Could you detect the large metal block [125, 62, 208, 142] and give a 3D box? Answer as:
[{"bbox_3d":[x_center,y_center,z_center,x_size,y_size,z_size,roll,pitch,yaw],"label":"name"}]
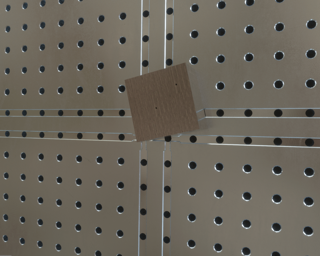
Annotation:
[{"bbox_3d":[0.009,-0.030,0.395,0.080,0.050,0.080,-13,86,19],"label":"large metal block"}]
